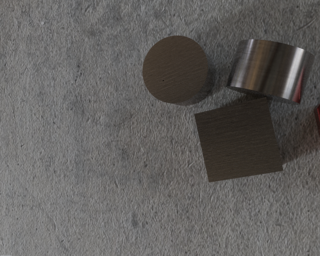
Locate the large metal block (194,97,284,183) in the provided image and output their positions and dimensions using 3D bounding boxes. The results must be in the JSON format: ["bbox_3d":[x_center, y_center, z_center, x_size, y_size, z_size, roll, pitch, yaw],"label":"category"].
[{"bbox_3d":[0.093,0.014,0.363,0.080,0.050,0.080,-13,86,19],"label":"large metal block"}]

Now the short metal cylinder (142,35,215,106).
[{"bbox_3d":[0.025,-0.069,0.387,0.080,0.050,0.080,0,90,20],"label":"short metal cylinder"}]

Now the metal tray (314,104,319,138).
[{"bbox_3d":[0.241,0.006,0.321,0.130,0.030,0.090,-12,86,19],"label":"metal tray"}]

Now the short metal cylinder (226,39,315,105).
[{"bbox_3d":[0.118,-0.059,0.338,0.080,0.080,0.050,17,96,19],"label":"short metal cylinder"}]
